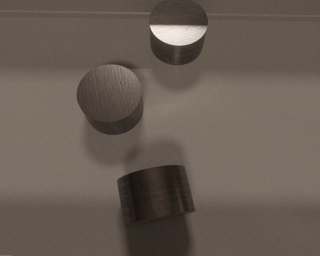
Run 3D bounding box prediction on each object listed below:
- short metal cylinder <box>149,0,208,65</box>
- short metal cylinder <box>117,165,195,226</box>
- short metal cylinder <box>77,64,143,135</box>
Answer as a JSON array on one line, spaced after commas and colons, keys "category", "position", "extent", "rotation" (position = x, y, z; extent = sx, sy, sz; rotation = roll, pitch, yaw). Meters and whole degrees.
[{"category": "short metal cylinder", "position": [0.025, -0.138, 0.447], "extent": [0.081, 0.050, 0.080], "rotation": [0, 70, 0]}, {"category": "short metal cylinder", "position": [-0.005, 0.078, 0.352], "extent": [0.081, 0.080, 0.050], "rotation": [-11, 71, -4]}, {"category": "short metal cylinder", "position": [-0.063, -0.036, 0.409], "extent": [0.081, 0.050, 0.080], "rotation": [0, 70, 0]}]
